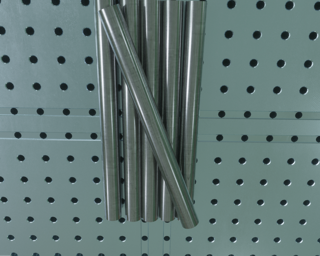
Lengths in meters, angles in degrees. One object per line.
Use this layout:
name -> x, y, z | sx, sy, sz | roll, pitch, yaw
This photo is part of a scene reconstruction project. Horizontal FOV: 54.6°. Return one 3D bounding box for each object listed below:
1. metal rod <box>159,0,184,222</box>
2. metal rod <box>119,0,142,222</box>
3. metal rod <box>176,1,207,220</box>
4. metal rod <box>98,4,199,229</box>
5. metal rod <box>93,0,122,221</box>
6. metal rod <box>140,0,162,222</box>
metal rod -> 0.013, -0.008, 0.411 | 0.025, 0.025, 0.298 | 1, 110, 0
metal rod -> -0.037, -0.008, 0.409 | 0.025, 0.025, 0.298 | 1, 110, 0
metal rod -> 0.039, -0.007, 0.411 | 0.025, 0.025, 0.298 | 1, 110, -1
metal rod -> -0.007, 0.001, 0.387 | 0.025, 0.025, 0.299 | -18, 109, 6
metal rod -> -0.067, -0.010, 0.408 | 0.025, 0.025, 0.298 | 1, 110, 0
metal rod -> -0.013, -0.008, 0.409 | 0.025, 0.025, 0.298 | 1, 110, 0
